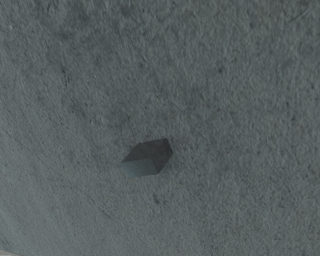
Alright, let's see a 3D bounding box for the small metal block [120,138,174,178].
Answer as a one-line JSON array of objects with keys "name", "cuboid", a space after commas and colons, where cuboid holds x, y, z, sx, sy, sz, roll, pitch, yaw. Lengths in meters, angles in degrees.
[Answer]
[{"name": "small metal block", "cuboid": [-0.017, 0.041, 0.423, 0.050, 0.050, 0.025, -13, 112, 33]}]
